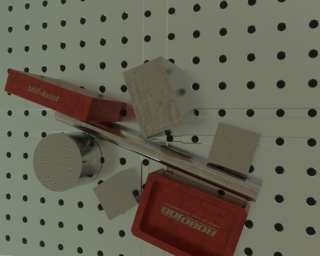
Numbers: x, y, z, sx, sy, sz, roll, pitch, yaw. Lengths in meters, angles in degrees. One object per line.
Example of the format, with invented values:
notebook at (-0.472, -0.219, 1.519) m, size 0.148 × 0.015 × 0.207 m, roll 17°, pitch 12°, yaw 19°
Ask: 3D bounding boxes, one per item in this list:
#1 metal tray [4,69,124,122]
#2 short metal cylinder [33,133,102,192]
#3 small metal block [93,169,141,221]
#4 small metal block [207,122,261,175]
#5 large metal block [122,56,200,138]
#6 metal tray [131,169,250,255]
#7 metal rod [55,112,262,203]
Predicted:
metal tray at (-0.128, -0.043, 0.422) m, size 0.130 × 0.090 × 0.030 m, roll 20°, pitch 97°, yaw 19°
short metal cylinder at (-0.132, 0.047, 0.445) m, size 0.080 × 0.050 × 0.080 m, roll 0°, pitch 90°, yaw 20°
small metal block at (-0.057, 0.093, 0.433) m, size 0.050 × 0.025 × 0.050 m, roll -34°, pitch 79°, yaw 16°
small metal block at (0.091, 0.024, 0.380) m, size 0.050 × 0.025 × 0.050 m, roll 18°, pitch 96°, yaw 19°
large metal block at (0.005, -0.034, 0.383) m, size 0.050 × 0.080 × 0.080 m, roll -20°, pitch 84°, yaw 19°
metal tray at (0.036, 0.117, 0.396) m, size 0.130 × 0.030 × 0.089 m, roll 19°, pitch 97°, yaw 18°
metal rod at (-0.015, 0.028, 0.418) m, size 0.301 × 0.025 × 0.025 m, roll 21°, pitch 97°, yaw 18°
